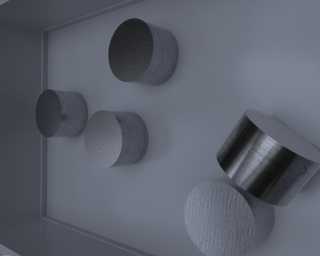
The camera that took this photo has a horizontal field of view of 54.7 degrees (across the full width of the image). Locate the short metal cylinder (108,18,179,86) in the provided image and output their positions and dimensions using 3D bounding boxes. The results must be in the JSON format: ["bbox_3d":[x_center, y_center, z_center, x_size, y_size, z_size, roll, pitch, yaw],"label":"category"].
[{"bbox_3d":[-0.022,-0.098,0.409,0.080,0.050,0.080,0,90,40],"label":"short metal cylinder"}]

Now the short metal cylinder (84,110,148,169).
[{"bbox_3d":[-0.063,0.015,0.443,0.080,0.050,0.080,0,90,40],"label":"short metal cylinder"}]

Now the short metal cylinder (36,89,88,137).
[{"bbox_3d":[-0.169,-0.024,0.530,0.080,0.050,0.080,0,90,40],"label":"short metal cylinder"}]

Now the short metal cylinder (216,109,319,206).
[{"bbox_3d":[0.101,0.025,0.288,0.080,0.081,0.050,44,116,31],"label":"short metal cylinder"}]

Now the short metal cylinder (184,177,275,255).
[{"bbox_3d":[0.073,0.093,0.330,0.080,0.050,0.080,0,90,40],"label":"short metal cylinder"}]
